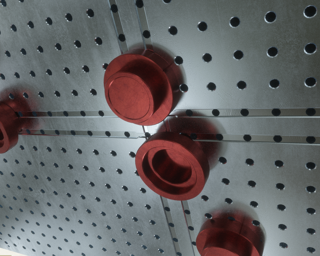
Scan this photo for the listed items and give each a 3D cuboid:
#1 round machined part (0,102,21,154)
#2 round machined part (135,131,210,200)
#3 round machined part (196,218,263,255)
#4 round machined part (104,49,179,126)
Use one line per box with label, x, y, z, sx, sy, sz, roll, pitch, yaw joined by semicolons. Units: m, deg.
round machined part;-0.287;-0.007;0.544;0.098;0.042;0.097;13;124;20
round machined part;0.020;0.046;0.417;0.098;0.042;0.097;13;124;20
round machined part;0.100;0.186;0.462;0.098;0.042;0.097;13;124;20
round machined part;-0.029;-0.045;0.386;0.098;0.042;0.097;13;124;20
